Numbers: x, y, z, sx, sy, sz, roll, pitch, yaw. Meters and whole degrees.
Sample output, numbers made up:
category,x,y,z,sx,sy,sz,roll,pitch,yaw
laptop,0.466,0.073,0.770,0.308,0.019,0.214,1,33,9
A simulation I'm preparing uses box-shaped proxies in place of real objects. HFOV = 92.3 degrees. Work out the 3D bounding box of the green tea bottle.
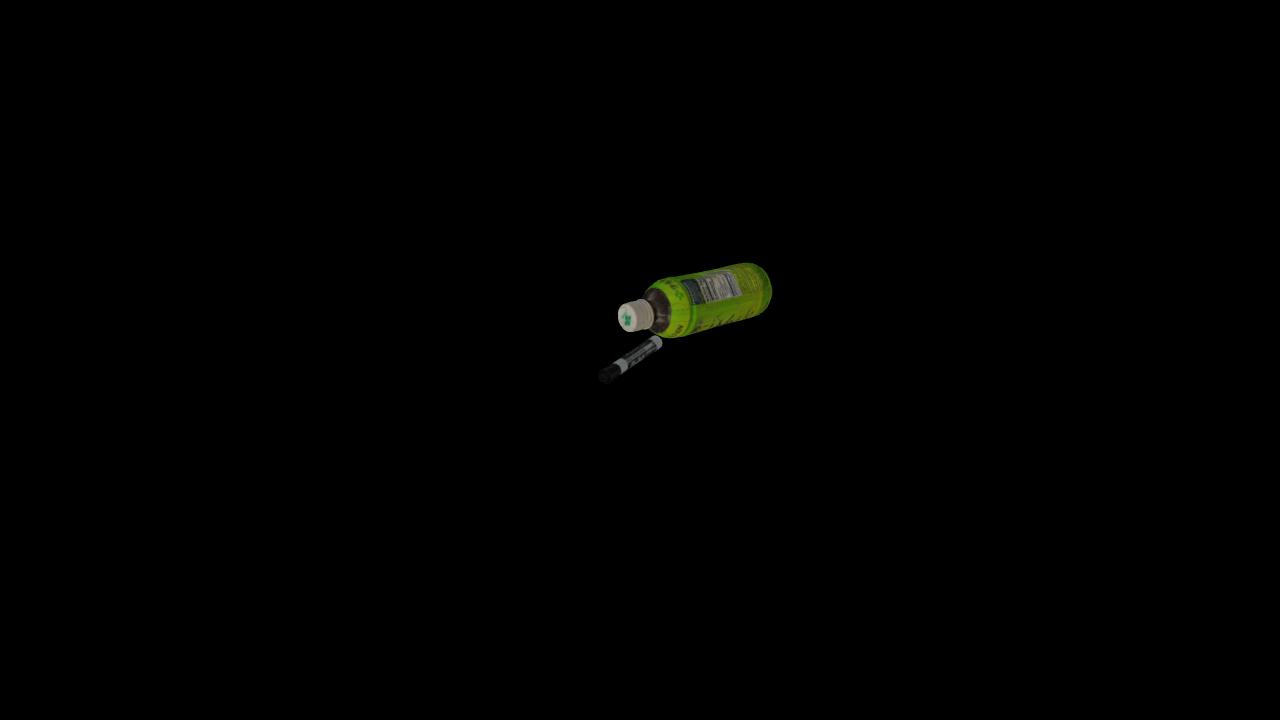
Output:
category,x,y,z,sx,sy,sz,roll,pitch,yaw
green tea bottle,0.063,-0.067,0.703,0.212,0.073,0.073,-14,9,-40

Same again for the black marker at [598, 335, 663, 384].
category,x,y,z,sx,sy,sz,roll,pitch,yaw
black marker,-0.011,-0.001,0.753,0.020,0.020,0.121,0,22,36
